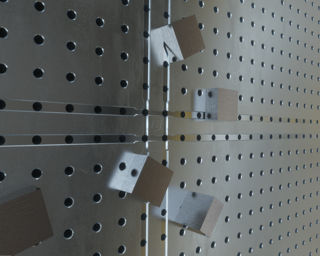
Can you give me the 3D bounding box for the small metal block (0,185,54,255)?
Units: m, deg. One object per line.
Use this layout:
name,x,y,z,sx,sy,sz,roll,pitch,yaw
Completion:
small metal block,-0.137,0.089,0.296,0.050,0.025,0.050,-19,103,-39

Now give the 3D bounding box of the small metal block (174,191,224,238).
small metal block,0.055,0.122,0.442,0.025,0.050,0.050,44,64,-32

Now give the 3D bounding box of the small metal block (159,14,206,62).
small metal block,0.033,-0.127,0.439,0.050,0.025,0.050,-34,111,-35

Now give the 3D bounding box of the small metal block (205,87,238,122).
small metal block,0.099,-0.036,0.495,0.050,0.025,0.050,2,89,-40

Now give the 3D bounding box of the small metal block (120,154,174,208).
small metal block,-0.016,0.068,0.398,0.050,0.025,0.050,36,68,-34
